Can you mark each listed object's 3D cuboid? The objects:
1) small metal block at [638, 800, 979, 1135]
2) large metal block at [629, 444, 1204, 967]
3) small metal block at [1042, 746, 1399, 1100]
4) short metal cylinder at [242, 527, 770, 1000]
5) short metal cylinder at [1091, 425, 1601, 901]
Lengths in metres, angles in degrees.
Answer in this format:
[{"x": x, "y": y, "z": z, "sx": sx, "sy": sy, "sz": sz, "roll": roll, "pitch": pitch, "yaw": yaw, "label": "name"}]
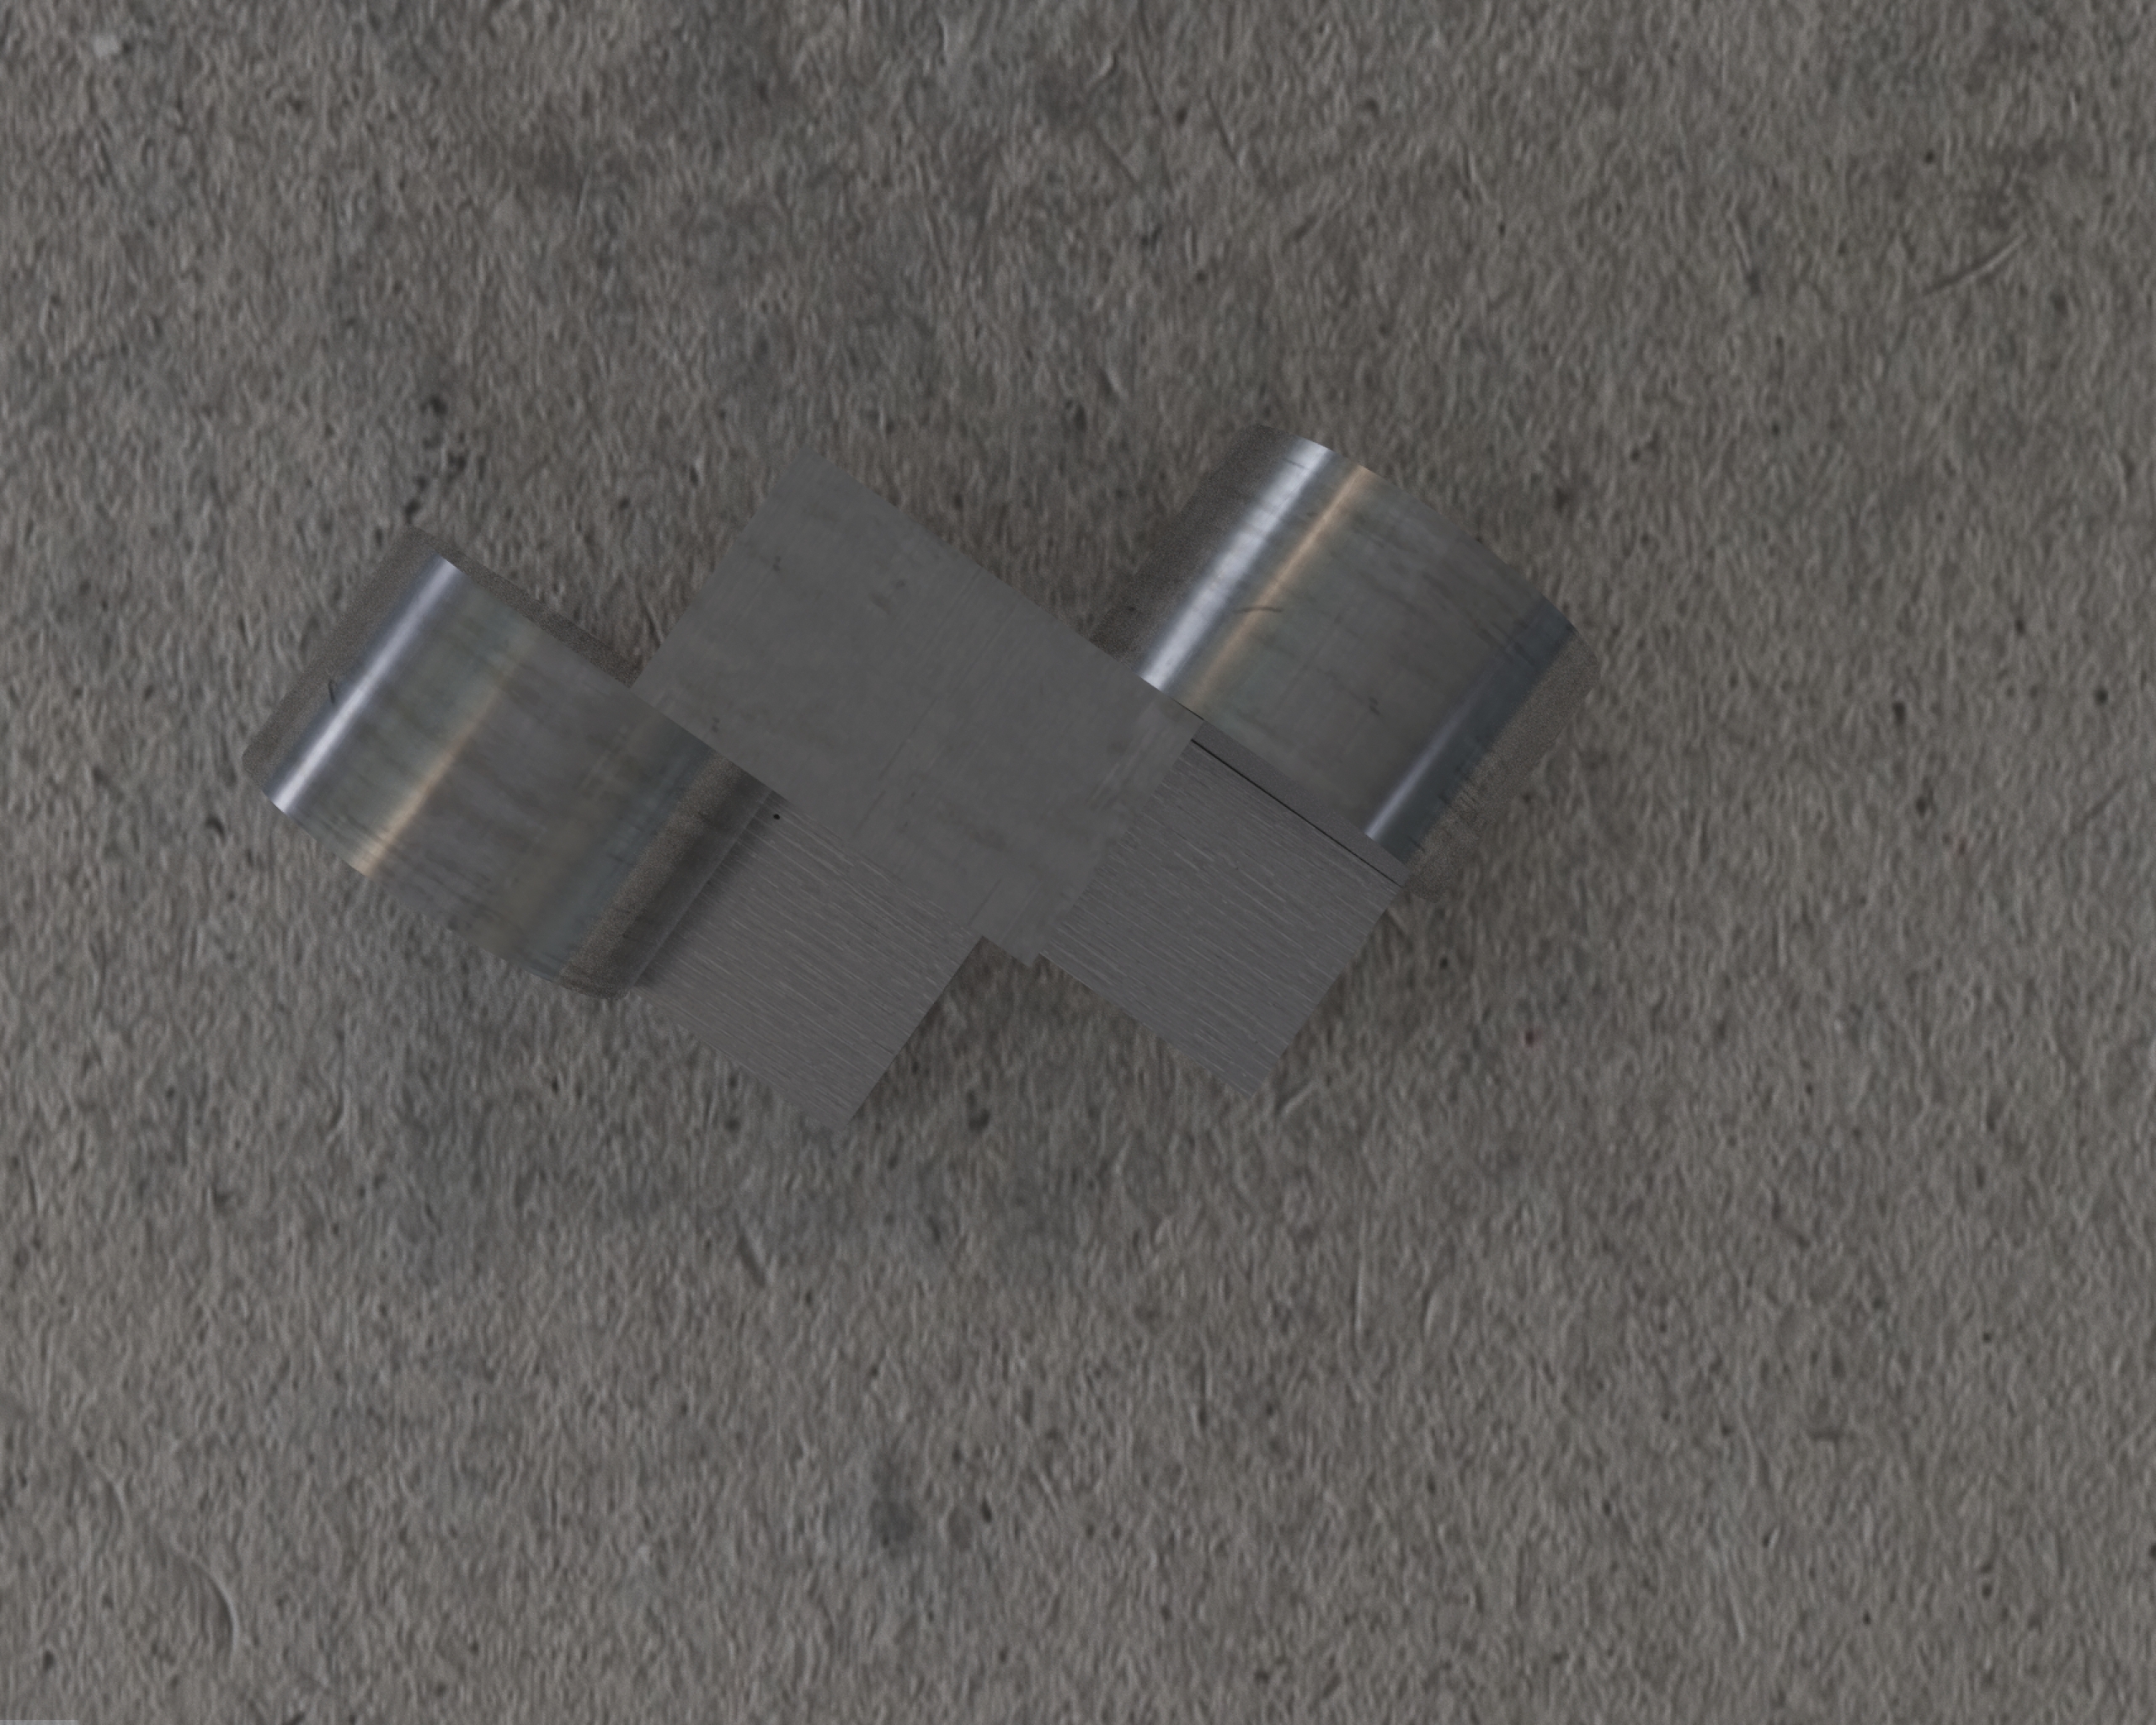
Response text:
[{"x": -0.052, "y": 0.017, "z": 0.411, "sx": 0.050, "sy": 0.025, "sz": 0.050, "roll": 35, "pitch": 90, "yaw": 0, "label": "small metal block"}, {"x": -0.027, "y": -0.026, "z": 0.384, "sx": 0.080, "sy": 0.080, "sz": 0.050, "roll": 35, "pitch": 90, "yaw": -1, "label": "large metal block"}, {"x": 0.027, "y": 0.011, "z": 0.412, "sx": 0.050, "sy": 0.025, "sz": 0.050, "roll": 35, "pitch": 90, "yaw": 0, "label": "small metal block"}, {"x": -0.102, "y": -0.018, "z": 0.383, "sx": 0.080, "sy": 0.080, "sz": 0.050, "roll": 35, "pitch": 90, "yaw": 0, "label": "short metal cylinder"}, {"x": 0.048, "y": -0.036, "z": 0.384, "sx": 0.080, "sy": 0.080, "sz": 0.050, "roll": 35, "pitch": 90, "yaw": 0, "label": "short metal cylinder"}]
